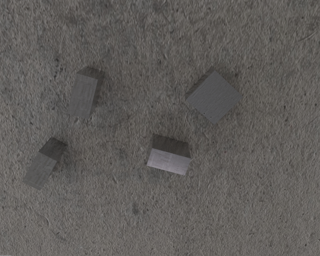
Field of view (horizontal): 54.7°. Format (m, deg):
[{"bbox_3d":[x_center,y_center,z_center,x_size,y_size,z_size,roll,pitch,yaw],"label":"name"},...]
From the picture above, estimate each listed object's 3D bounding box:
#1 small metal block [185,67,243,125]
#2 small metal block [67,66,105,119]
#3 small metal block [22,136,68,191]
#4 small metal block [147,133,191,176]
[{"bbox_3d":[0.068,-0.041,0.395,0.050,0.025,0.050,40,105,-14],"label":"small metal block"},{"bbox_3d":[-0.089,-0.044,0.379,0.025,0.050,0.050,16,109,-6],"label":"small metal block"},{"bbox_3d":[-0.152,0.046,0.412,0.025,0.050,0.050,30,107,-11],"label":"small metal block"},{"bbox_3d":[0.011,0.034,0.409,0.050,0.050,0.025,16,109,-6],"label":"small metal block"}]
